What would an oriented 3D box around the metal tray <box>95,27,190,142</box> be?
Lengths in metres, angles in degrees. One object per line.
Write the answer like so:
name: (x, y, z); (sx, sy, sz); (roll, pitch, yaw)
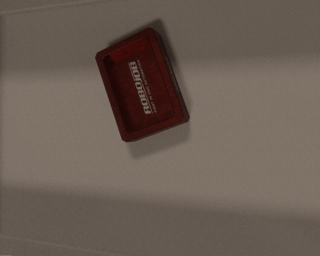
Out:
metal tray: (-0.025, -0.055, 0.415); (0.090, 0.030, 0.129); (-21, 83, 18)
